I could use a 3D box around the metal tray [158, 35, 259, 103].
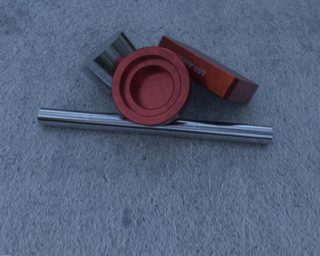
[{"bbox_3d":[0.066,-0.082,0.438,0.130,0.030,0.091,38,21,27],"label":"metal tray"}]

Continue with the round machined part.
[{"bbox_3d":[-0.008,-0.050,0.395,0.098,0.042,0.097,-1,85,12],"label":"round machined part"}]

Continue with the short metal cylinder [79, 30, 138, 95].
[{"bbox_3d":[-0.068,-0.093,0.441,0.080,0.050,0.080,-33,26,19],"label":"short metal cylinder"}]

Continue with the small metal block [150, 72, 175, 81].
[{"bbox_3d":[-0.001,-0.066,0.442,0.050,0.050,0.025,19,53,15],"label":"small metal block"}]

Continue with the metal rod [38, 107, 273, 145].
[{"bbox_3d":[-0.009,-0.003,0.407,0.302,0.025,0.025,5,50,4],"label":"metal rod"}]
